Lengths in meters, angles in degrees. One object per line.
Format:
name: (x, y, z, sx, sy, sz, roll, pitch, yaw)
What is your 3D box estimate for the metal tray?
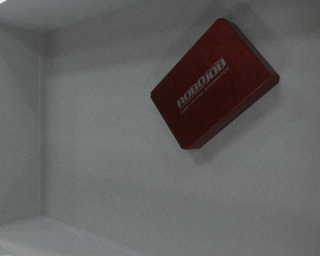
metal tray: (0.056, -0.046, 0.356, 0.129, 0.030, 0.090, -44, 64, 30)
